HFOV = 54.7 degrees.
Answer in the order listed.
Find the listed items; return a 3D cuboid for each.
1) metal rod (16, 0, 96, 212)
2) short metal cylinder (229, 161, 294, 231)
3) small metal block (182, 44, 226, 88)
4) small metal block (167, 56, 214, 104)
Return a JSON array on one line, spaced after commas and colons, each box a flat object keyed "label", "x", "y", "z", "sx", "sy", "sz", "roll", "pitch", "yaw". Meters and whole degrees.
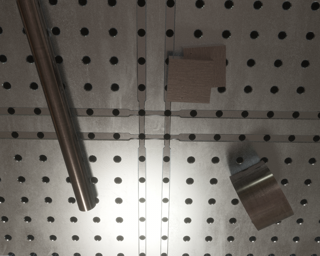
[{"label": "metal rod", "x": -0.131, "y": -0.023, "z": 0.403, "sx": 0.025, "sy": 0.025, "sz": 0.298, "roll": -9, "pitch": 110, "yaw": 3}, {"label": "short metal cylinder", "x": 0.136, "y": 0.091, "z": 0.420, "sx": 0.050, "sy": 0.080, "sz": 0.080, "roll": -29, "pitch": 108, "yaw": 10}, {"label": "small metal block", "x": 0.055, "y": -0.077, "z": 0.386, "sx": 0.050, "sy": 0.025, "sz": 0.050, "roll": -4, "pitch": 110, "yaw": 1}, {"label": "small metal block", "x": 0.034, "y": -0.057, "z": 0.366, "sx": 0.050, "sy": 0.025, "sz": 0.050, "roll": 3, "pitch": 110, "yaw": -1}]
